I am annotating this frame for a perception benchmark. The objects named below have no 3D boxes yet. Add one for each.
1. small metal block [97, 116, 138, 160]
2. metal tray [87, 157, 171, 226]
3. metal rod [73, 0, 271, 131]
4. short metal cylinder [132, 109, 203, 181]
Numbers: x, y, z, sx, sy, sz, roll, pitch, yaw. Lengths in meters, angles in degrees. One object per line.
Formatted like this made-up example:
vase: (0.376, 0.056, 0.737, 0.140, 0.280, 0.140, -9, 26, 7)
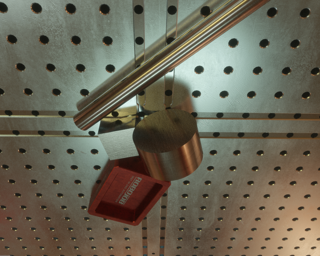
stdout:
small metal block: (-0.051, 0.014, 0.423, 0.050, 0.025, 0.050, -11, 130, 8)
metal tray: (-0.051, 0.102, 0.494, 0.091, 0.030, 0.129, 20, 127, -17)
metal rod: (0.014, -0.080, 0.343, 0.300, 0.025, 0.025, -32, 124, 24)
short metal cylinder: (0.011, 0.020, 0.393, 0.080, 0.080, 0.050, -10, 129, 8)
